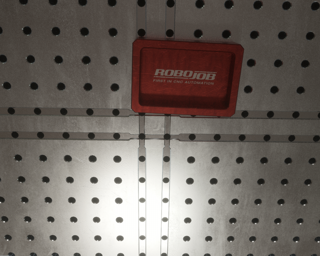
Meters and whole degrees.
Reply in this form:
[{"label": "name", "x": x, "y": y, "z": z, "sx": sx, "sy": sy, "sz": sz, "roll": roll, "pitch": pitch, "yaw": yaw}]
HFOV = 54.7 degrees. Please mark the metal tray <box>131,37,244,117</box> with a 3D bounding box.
[{"label": "metal tray", "x": 0.031, "y": -0.063, "z": 0.387, "sx": 0.131, "sy": 0.030, "sz": 0.089, "roll": 3, "pitch": 110, "yaw": -2}]
